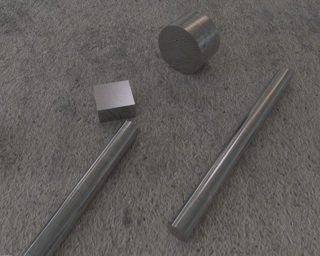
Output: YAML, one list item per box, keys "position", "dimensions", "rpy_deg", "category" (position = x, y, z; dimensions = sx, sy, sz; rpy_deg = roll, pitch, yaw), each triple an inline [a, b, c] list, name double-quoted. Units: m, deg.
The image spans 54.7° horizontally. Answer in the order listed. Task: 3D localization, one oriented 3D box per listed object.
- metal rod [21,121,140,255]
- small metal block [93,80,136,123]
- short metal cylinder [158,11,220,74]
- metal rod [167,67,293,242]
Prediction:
- position: [-0.105, 0.102, 0.315]
  dimensions: [0.025, 0.025, 0.301]
  rpy_deg: [21, 53, 17]
  category: "metal rod"
- position: [-0.064, -0.038, 0.434]
  dimensions: [0.050, 0.025, 0.050]
  rpy_deg: [-11, 51, -9]
  category: "small metal block"
- position: [0.045, -0.131, 0.478]
  dimensions: [0.080, 0.080, 0.050]
  rpy_deg: [31, 57, 23]
  category: "short metal cylinder"
- position: [0.104, 0.012, 0.393]
  dimensions: [0.025, 0.025, 0.301]
  rpy_deg: [28, 55, 21]
  category: "metal rod"
